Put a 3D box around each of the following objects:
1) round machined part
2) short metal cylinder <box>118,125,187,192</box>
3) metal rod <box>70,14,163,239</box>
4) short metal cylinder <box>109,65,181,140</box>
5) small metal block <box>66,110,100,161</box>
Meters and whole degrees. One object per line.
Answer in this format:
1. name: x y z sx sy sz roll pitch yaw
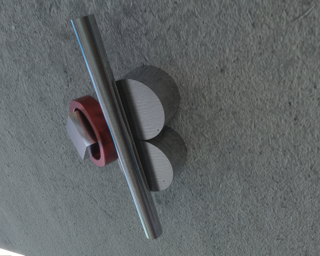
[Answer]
1. round machined part: -0.081 0.001 0.424 0.098 0.042 0.097 40 143 39
2. short metal cylinder: -0.010 0.039 0.421 0.080 0.050 0.079 13 123 21
3. metal rod: -0.044 0.017 0.378 0.025 0.025 0.298 -1 118 29
4. short metal cylinder: -0.021 -0.032 0.384 0.080 0.050 0.079 13 124 21
5. small metal block: -0.101 0.009 0.415 0.050 0.025 0.050 57 151 14
